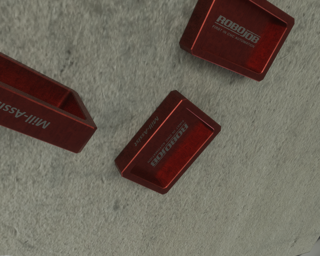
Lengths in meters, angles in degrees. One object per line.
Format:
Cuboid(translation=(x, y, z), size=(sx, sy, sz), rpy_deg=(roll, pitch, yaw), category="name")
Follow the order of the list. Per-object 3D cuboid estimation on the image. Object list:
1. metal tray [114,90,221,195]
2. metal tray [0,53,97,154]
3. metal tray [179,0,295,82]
Cuboid(translation=(0.012, 0.023, 0.426), size=(0.090, 0.030, 0.130), rpy_deg=(34, 99, -39), category="metal tray")
Cuboid(translation=(-0.128, -0.032, 0.275), size=(0.131, 0.090, 0.030), rpy_deg=(28, 103, -38), category="metal tray")
Cuboid(translation=(0.098, -0.118, 0.385), size=(0.131, 0.030, 0.089), rpy_deg=(12, 112, -34), category="metal tray")
